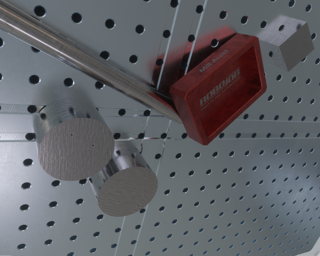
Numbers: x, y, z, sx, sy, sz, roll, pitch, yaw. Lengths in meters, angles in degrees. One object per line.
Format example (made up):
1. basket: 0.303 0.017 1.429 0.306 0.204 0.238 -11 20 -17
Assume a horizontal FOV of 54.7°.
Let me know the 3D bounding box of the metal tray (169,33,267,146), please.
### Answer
1. metal tray: 0.081 -0.050 0.403 0.131 0.030 0.090 -40 131 -17

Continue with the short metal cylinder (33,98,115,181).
1. short metal cylinder: -0.098 0.012 0.350 0.081 0.050 0.079 -14 124 -21

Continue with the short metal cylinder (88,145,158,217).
1. short metal cylinder: -0.050 0.070 0.411 0.081 0.050 0.079 -14 124 -21

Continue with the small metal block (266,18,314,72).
1. small metal block: 0.186 -0.118 0.440 0.050 0.025 0.050 -42 130 0

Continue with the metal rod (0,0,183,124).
1. metal rod: -0.077 -0.070 0.325 0.301 0.025 0.025 26 104 -37
